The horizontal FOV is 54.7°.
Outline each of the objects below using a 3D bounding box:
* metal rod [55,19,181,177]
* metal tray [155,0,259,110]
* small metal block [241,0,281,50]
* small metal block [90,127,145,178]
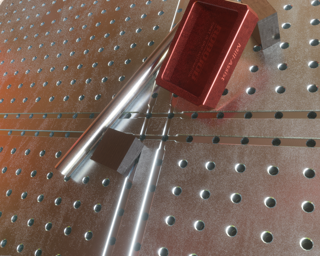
[{"bbox_3d":[-0.046,-0.053,0.463,0.025,0.025,0.300,32,79,37],"label":"metal rod"},{"bbox_3d":[0.056,-0.099,0.402,0.090,0.030,0.129,33,104,38],"label":"metal tray"},{"bbox_3d":[0.133,-0.141,0.408,0.025,0.050,0.050,-26,53,10],"label":"small metal block"},{"bbox_3d":[-0.057,0.032,0.417,0.050,0.025,0.050,17,70,34],"label":"small metal block"}]
